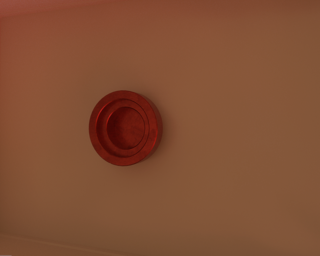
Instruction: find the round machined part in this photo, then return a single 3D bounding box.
[{"bbox_3d":[-0.042,0.000,0.417,0.098,0.042,0.097,0,90,20],"label":"round machined part"}]
